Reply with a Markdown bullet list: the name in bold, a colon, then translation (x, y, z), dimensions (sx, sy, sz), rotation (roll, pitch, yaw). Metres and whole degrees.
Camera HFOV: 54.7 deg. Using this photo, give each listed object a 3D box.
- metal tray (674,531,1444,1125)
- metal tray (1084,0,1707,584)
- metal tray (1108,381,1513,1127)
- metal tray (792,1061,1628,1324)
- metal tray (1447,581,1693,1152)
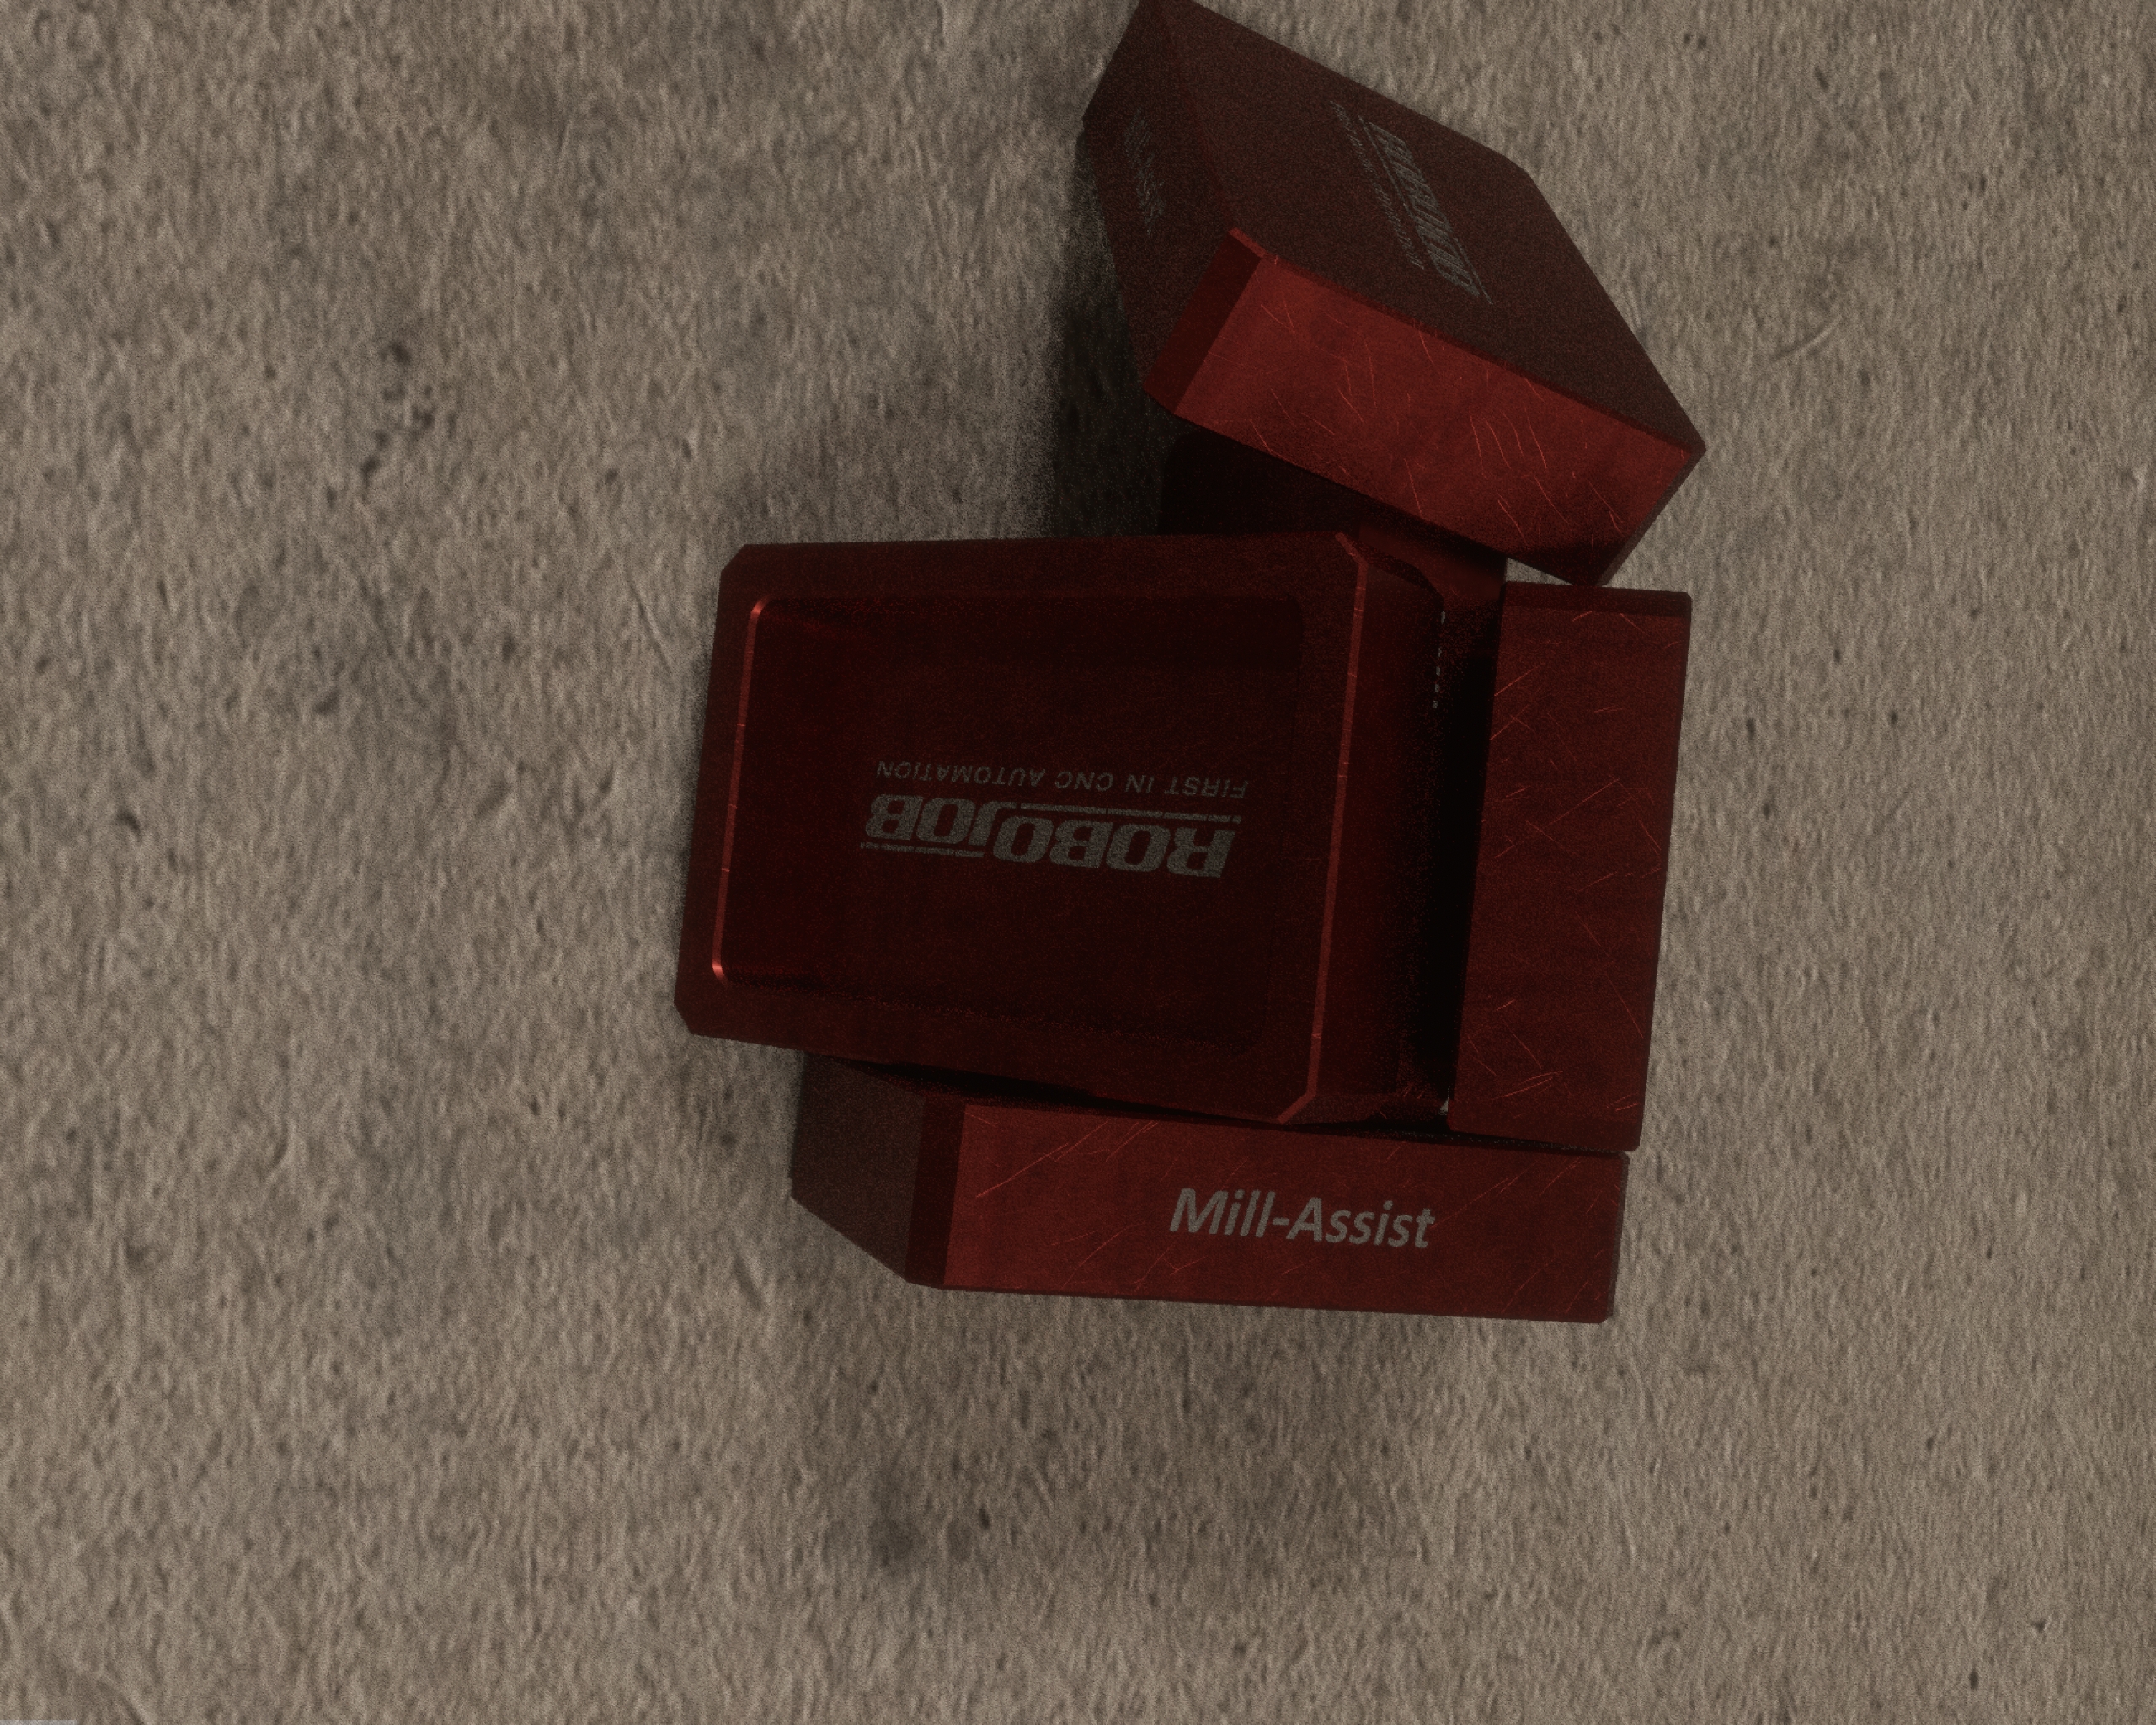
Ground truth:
- **metal tray**: translation (-0.007, -0.008, 0.357), dimensions (0.030, 0.130, 0.089), rotation (9, 86, -57)
- **metal tray**: translation (0.052, -0.109, 0.381), dimensions (0.091, 0.130, 0.030), rotation (19, 125, -20)
- **metal tray**: translation (0.040, -0.021, 0.391), dimensions (0.030, 0.090, 0.129), rotation (8, 88, -20)
- **metal tray**: translation (0.022, 0.058, 0.384), dimensions (0.131, 0.090, 0.030), rotation (7, 88, -20)
- **metal tray**: translation (0.092, 0.003, 0.393), dimensions (0.030, 0.130, 0.089), rotation (6, 88, 13)
